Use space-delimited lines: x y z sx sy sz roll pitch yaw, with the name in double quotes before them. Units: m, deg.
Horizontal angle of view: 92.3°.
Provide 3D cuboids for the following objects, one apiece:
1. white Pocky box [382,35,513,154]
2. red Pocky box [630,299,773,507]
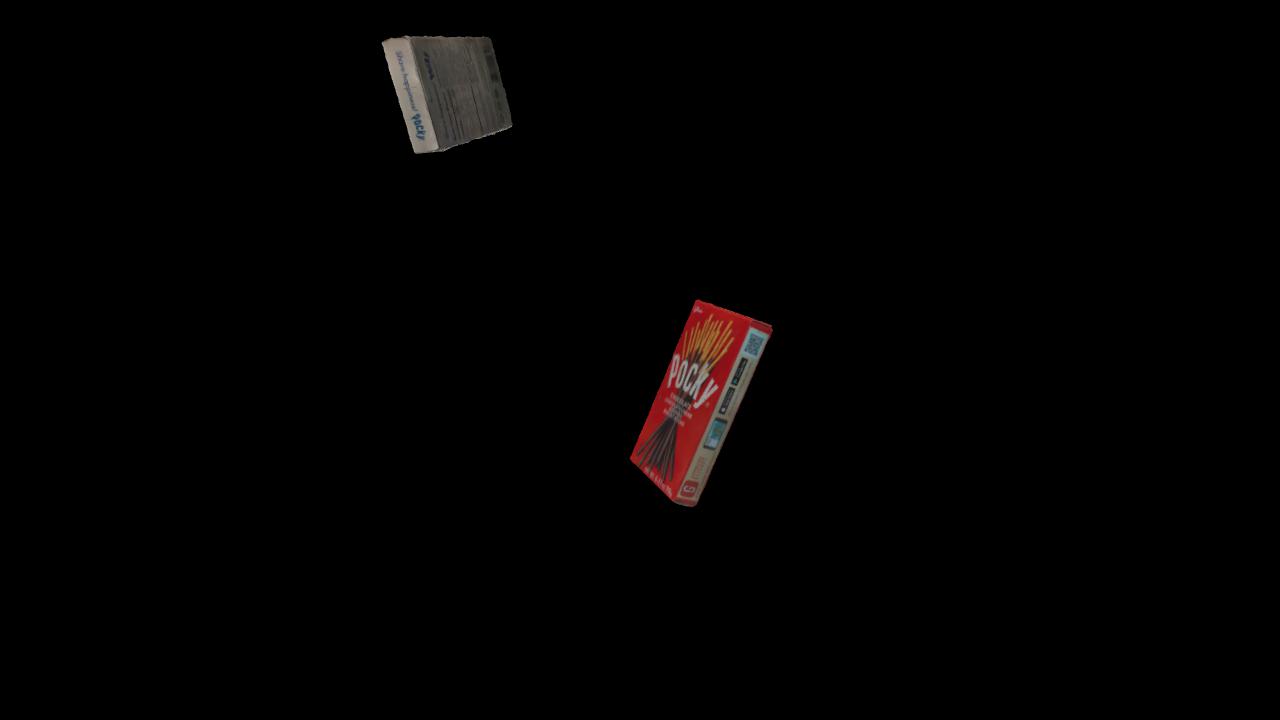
"white Pocky box" -0.159 -0.234 0.535 0.028 0.084 0.154 -3 26 14
"red Pocky box" 0.046 0.031 0.502 0.028 0.155 0.083 20 6 -29
